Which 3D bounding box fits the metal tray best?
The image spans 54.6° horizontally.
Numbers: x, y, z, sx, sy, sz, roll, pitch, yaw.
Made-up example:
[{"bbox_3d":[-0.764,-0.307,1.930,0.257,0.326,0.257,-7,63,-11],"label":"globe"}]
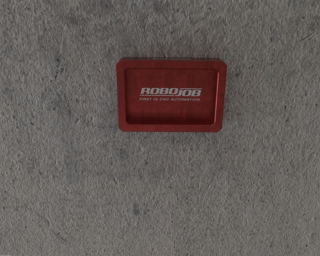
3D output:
[{"bbox_3d":[0.013,-0.042,0.391,0.131,0.030,0.089,0,110,-1],"label":"metal tray"}]
